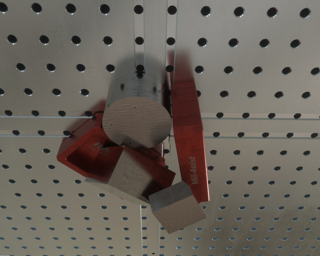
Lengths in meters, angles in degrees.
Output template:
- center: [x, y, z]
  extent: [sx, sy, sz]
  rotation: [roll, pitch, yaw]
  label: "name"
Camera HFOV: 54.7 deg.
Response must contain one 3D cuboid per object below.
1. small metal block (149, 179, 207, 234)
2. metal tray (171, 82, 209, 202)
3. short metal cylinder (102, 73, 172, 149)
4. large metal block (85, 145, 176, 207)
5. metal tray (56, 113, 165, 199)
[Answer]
- center: [0.021, 0.094, 0.368]
  extent: [0.050, 0.025, 0.050]
  rotation: [-25, 127, 6]
  label: "small metal block"
- center: [0.038, 0.020, 0.387]
  extent: [0.030, 0.090, 0.129]
  rotation: [-7, 130, 6]
  label: "metal tray"
- center: [-0.027, -0.020, 0.378]
  extent: [0.081, 0.050, 0.079]
  rotation: [0, 130, 0]
  label: "short metal cylinder"
- center: [-0.040, 0.065, 0.409]
  extent: [0.080, 0.050, 0.080]
  rotation: [32, 159, -25]
  label: "large metal block"
- center: [-0.067, 0.045, 0.445]
  extent: [0.090, 0.030, 0.130]
  rotation: [-36, 122, 26]
  label: "metal tray"
